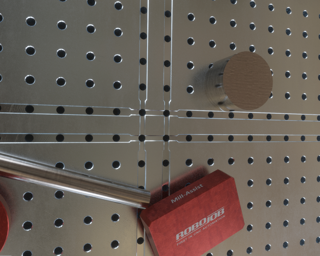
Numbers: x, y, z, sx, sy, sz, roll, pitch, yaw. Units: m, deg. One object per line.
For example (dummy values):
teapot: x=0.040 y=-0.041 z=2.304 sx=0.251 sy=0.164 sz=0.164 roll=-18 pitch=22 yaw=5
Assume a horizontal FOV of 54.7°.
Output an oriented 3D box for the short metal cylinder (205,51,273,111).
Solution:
short metal cylinder: x=0.111 y=-0.064 z=0.442 sx=0.081 sy=0.050 sz=0.079 roll=0 pitch=90 yaw=-20

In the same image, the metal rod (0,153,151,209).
metal rod: x=-0.153 y=0.050 z=0.356 sx=0.302 sy=0.025 sz=0.025 roll=18 pitch=84 yaw=-20

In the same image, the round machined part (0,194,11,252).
round machined part: x=-0.211 y=0.102 z=0.326 sx=0.099 sy=0.042 sz=0.097 roll=0 pitch=90 yaw=-21

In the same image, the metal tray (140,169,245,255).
metal tray: x=0.047 y=0.124 z=0.418 sx=0.131 sy=0.030 sz=0.089 roll=-25 pitch=113 yaw=-19
